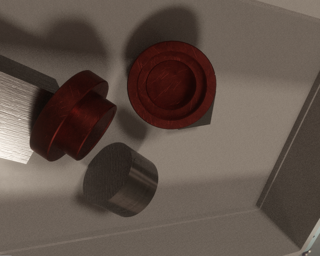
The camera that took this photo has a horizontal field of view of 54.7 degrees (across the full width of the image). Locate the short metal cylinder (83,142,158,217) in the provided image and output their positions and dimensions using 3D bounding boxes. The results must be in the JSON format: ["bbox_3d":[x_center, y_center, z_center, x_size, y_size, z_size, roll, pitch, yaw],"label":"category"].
[{"bbox_3d":[-0.049,0.065,0.387,0.080,0.080,0.050,-47,130,4],"label":"short metal cylinder"}]

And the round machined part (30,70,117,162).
[{"bbox_3d":[-0.080,-0.006,0.313,0.042,0.098,0.098,34,102,2],"label":"round machined part"}]

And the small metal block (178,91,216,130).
[{"bbox_3d":[0.044,-0.029,0.417,0.050,0.025,0.050,-10,123,-24],"label":"small metal block"}]

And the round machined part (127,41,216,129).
[{"bbox_3d":[0.012,-0.051,0.358,0.099,0.042,0.097,-1,105,-5],"label":"round machined part"}]

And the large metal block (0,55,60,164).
[{"bbox_3d":[-0.152,-0.021,0.297,0.080,0.050,0.080,24,105,-37],"label":"large metal block"}]
